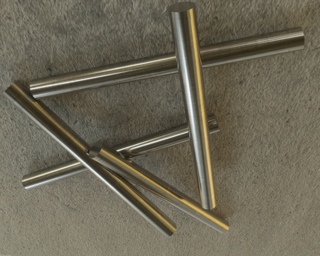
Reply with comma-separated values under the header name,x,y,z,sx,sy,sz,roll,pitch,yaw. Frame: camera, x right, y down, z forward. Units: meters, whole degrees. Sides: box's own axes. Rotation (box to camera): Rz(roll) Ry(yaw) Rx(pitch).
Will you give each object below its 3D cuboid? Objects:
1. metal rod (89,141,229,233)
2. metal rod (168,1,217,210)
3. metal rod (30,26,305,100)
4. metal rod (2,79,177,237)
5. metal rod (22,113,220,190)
name,x,y,z,sx,sy,sz,roll,pitch,yaw
metal rod,0.017,0.102,0.474,0.025,0.025,0.301,-33,129,25
metal rod,0.047,0.002,0.374,0.025,0.025,0.298,-8,130,7
metal rod,0.001,-0.070,0.347,0.301,0.025,0.025,-9,130,7
metal rod,-0.081,0.053,0.418,0.025,0.025,0.300,-33,113,25
metal rod,-0.064,0.038,0.438,0.301,0.025,0.025,-18,128,14
